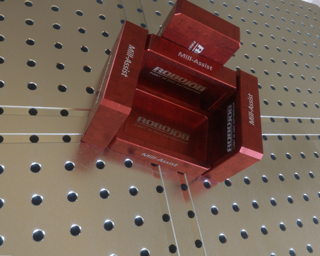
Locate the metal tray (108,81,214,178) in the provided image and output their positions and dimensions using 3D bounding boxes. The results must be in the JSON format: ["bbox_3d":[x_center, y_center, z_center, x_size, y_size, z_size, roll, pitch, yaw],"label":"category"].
[{"bbox_3d":[0.006,0.002,0.405,0.131,0.030,0.090,20,54,-17],"label":"metal tray"}]

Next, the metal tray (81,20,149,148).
[{"bbox_3d":[-0.053,-0.052,0.369,0.030,0.090,0.130,20,54,-17],"label":"metal tray"}]

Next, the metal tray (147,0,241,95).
[{"bbox_3d":[0.034,-0.097,0.417,0.090,0.129,0.030,21,54,-16],"label":"metal tray"}]

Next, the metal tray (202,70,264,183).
[{"bbox_3d":[0.094,-0.003,0.417,0.030,0.090,0.130,20,54,-17],"label":"metal tray"}]

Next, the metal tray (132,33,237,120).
[{"bbox_3d":[0.025,-0.062,0.417,0.131,0.090,0.030,20,55,-17],"label":"metal tray"}]
